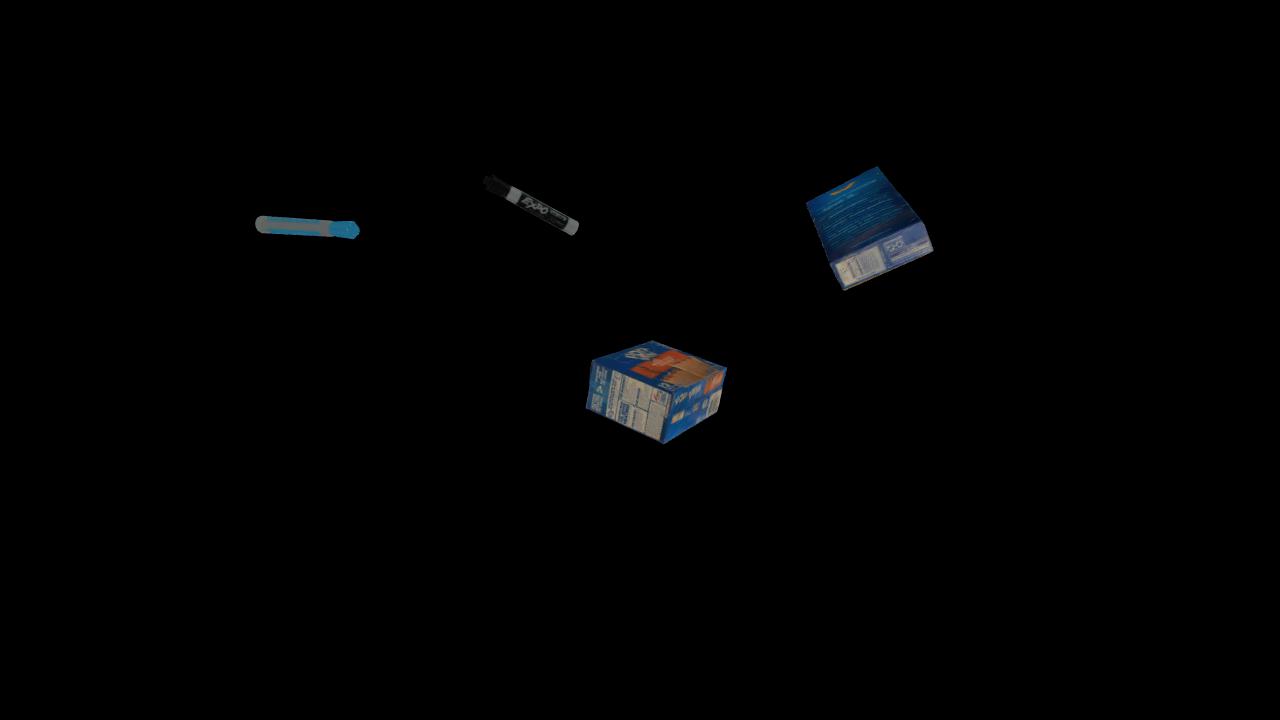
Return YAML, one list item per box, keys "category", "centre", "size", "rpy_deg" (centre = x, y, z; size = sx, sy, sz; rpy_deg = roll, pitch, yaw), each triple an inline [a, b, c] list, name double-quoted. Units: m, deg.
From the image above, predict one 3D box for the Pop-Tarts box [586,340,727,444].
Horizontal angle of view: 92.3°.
- category: "Pop-Tarts box"
  centre: [0.027, 0.041, 0.921]
  size: [0.141, 0.083, 0.167]
  rpy_deg: [21, 22, 28]

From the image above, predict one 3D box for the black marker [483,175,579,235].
- category: "black marker"
  centre: [-0.126, -0.180, 0.716]
  size: [0.121, 0.020, 0.020]
  rpy_deg: [24, -13, -32]

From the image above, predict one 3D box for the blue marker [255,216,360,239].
- category: "blue marker"
  centre: [-0.355, -0.142, 0.659]
  size: [0.121, 0.020, 0.020]
  rpy_deg: [6, 1, 13]

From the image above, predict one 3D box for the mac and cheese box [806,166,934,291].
- category: "mac and cheese box"
  centre: [0.241, -0.148, 0.669]
  size: [0.093, 0.041, 0.184]
  rpy_deg: [-26, 26, 22]
